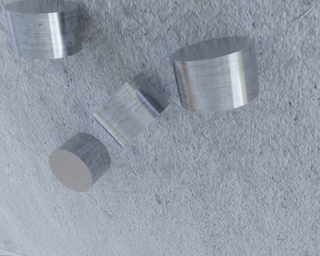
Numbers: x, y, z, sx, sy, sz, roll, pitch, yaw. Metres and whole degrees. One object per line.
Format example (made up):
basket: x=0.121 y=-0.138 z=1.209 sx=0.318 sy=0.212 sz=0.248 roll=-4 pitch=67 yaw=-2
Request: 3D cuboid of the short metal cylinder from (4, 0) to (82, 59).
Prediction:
short metal cylinder: x=-0.136 y=-0.120 z=0.369 sx=0.080 sy=0.080 sz=0.050 roll=15 pitch=125 yaw=19

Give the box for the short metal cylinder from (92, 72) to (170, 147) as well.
short metal cylinder: x=-0.035 y=-0.022 z=0.376 sx=0.050 sy=0.080 sz=0.080 roll=48 pitch=129 yaw=-6

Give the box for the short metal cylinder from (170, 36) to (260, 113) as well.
short metal cylinder: x=0.055 y=-0.055 z=0.308 sx=0.080 sy=0.080 sz=0.050 roll=0 pitch=119 yaw=28

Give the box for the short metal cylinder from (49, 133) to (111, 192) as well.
short metal cylinder: x=-0.126 y=0.054 z=0.491 sx=0.080 sy=0.050 sz=0.079 roll=13 pitch=124 yaw=21
